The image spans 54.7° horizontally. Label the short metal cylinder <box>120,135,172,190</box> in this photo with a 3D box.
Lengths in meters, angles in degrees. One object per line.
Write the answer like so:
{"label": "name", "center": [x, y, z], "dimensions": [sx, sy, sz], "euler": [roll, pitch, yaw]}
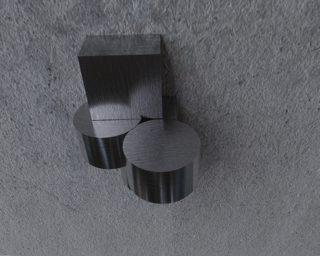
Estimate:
{"label": "short metal cylinder", "center": [-0.013, 0.041, 0.408], "dimensions": [0.081, 0.080, 0.050], "euler": [0, 130, 0]}

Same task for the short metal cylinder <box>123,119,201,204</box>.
{"label": "short metal cylinder", "center": [0.003, 0.034, 0.337], "dimensions": [0.080, 0.080, 0.050], "euler": [-2, 130, 1]}

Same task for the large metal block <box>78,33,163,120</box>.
{"label": "large metal block", "center": [-0.039, -0.056, 0.345], "dimensions": [0.080, 0.050, 0.079], "euler": [-2, 130, 1]}

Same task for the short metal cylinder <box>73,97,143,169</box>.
{"label": "short metal cylinder", "center": [-0.059, 0.003, 0.376], "dimensions": [0.080, 0.080, 0.050], "euler": [-2, 130, 1]}

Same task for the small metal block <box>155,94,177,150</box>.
{"label": "small metal block", "center": [0.006, -0.008, 0.389], "dimensions": [0.025, 0.050, 0.050], "euler": [1, 130, -1]}
